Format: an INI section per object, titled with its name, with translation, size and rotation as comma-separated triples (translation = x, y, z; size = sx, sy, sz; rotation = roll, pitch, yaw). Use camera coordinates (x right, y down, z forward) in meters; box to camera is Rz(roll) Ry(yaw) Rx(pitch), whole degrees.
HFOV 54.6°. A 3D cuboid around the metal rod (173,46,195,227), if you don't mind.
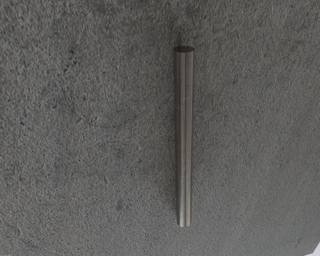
[metal rod]
translation = 0.034, 0.033, 0.444
size = 0.025, 0.025, 0.298
rotation = -16, 125, -19
